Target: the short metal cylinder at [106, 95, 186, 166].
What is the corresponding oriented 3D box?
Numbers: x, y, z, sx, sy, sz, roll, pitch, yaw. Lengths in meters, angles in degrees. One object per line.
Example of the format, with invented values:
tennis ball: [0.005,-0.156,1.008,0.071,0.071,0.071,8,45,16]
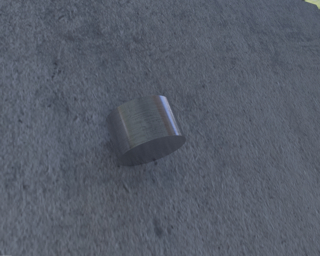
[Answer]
short metal cylinder: [-0.017,0.005,0.358,0.081,0.080,0.050,-8,66,-32]
